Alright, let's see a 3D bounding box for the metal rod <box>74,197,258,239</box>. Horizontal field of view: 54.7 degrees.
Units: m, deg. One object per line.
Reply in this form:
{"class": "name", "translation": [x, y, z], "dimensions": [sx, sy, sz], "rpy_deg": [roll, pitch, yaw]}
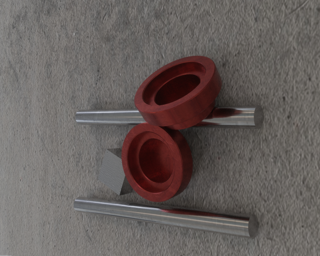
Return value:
{"class": "metal rod", "translation": [-0.018, 0.115, 0.419], "dimensions": [0.300, 0.025, 0.025], "rpy_deg": [-6, 86, 39]}

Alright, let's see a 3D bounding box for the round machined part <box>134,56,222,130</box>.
{"class": "round machined part", "translation": [0.024, -0.036, 0.352], "dimensions": [0.098, 0.042, 0.098], "rpy_deg": [-21, 36, 16]}

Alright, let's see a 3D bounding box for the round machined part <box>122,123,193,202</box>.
{"class": "round machined part", "translation": [0.001, 0.039, 0.389], "dimensions": [0.098, 0.042, 0.097], "rpy_deg": [7, 101, 39]}

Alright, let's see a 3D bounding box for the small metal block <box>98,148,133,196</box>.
{"class": "small metal block", "translation": [-0.060, 0.063, 0.455], "dimensions": [0.050, 0.025, 0.050], "rpy_deg": [27, 107, 36]}

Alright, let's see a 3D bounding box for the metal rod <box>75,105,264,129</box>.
{"class": "metal rod", "translation": [-0.013, -0.015, 0.415], "dimensions": [0.300, 0.025, 0.025], "rpy_deg": [2, 91, 40]}
